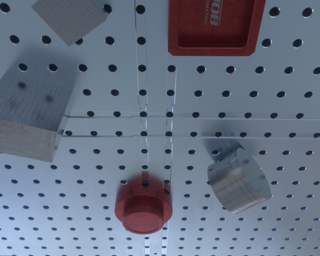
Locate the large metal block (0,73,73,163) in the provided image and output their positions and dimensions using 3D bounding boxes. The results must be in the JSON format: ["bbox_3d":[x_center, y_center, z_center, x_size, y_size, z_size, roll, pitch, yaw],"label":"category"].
[{"bbox_3d":[-0.154,-0.013,0.363,0.081,0.080,0.050,14,129,-12],"label":"large metal block"}]

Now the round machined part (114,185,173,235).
[{"bbox_3d":[-0.028,0.143,0.522,0.099,0.042,0.097,0,130,0],"label":"round machined part"}]

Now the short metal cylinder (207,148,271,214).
[{"bbox_3d":[0.112,0.075,0.441,0.050,0.080,0.080,-36,122,26],"label":"short metal cylinder"}]

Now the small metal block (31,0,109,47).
[{"bbox_3d":[-0.088,-0.119,0.310,0.050,0.025,0.050,-28,125,21],"label":"small metal block"}]

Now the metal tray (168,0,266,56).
[{"bbox_3d":[0.054,-0.134,0.294,0.091,0.030,0.129,0,130,0],"label":"metal tray"}]
